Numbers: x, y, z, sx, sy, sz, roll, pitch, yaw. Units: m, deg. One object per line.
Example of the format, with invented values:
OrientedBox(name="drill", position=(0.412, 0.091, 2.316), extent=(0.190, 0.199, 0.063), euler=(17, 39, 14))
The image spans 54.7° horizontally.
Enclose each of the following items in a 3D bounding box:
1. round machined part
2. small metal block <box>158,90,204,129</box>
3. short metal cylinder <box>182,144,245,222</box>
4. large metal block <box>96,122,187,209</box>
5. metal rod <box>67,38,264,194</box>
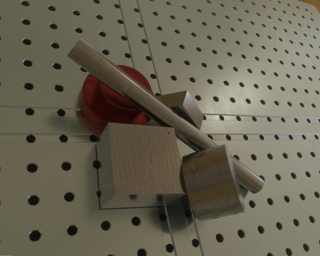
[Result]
OrientedBox(name="round machined part", position=(-0.049, -0.042, 0.397), extent=(0.099, 0.042, 0.098), euler=(14, 56, -21))
OrientedBox(name="small metal block", position=(0.022, -0.019, 0.405), extent=(0.050, 0.050, 0.025), euler=(51, 45, -39))
OrientedBox(name="short metal cylinder", position=(0.063, 0.064, 0.361), extent=(0.080, 0.050, 0.080), euler=(-17, 90, -76))
OrientedBox(name="large metal block", position=(-0.024, 0.043, 0.351), extent=(0.081, 0.050, 0.080), euler=(5, 60, -26))
OrientedBox(name="metal rod", position=(0.022, -0.003, 0.381), extent=(0.301, 0.025, 0.025), euler=(36, 50, -21))
